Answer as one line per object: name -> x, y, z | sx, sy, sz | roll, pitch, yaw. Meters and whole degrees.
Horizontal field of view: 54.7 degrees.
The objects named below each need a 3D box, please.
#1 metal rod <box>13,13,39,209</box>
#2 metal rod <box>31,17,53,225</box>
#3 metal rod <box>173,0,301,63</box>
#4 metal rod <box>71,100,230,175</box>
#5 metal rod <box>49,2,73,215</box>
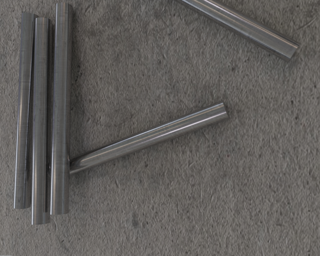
metal rod -> -0.208, -0.025, 0.482 | 0.025, 0.025, 0.298 | 3, 91, 20
metal rod -> -0.172, -0.015, 0.451 | 0.025, 0.025, 0.298 | -5, 82, 20
metal rod -> 0.036, -0.168, 0.396 | 0.300, 0.025, 0.025 | 35, 101, 16
metal rod -> -0.052, 0.027, 0.427 | 0.300, 0.025, 0.025 | -20, 83, 18
metal rod -> -0.140, -0.032, 0.440 | 0.025, 0.025, 0.298 | -4, 82, 20
